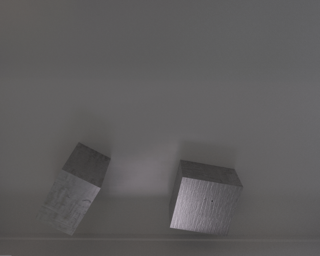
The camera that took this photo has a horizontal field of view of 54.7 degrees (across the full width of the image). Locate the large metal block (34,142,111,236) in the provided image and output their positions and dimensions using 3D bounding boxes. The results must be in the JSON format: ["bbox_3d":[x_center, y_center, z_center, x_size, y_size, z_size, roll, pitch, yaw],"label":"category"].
[{"bbox_3d":[-0.112,0.077,0.409,0.050,0.080,0.080,29,108,-10],"label":"large metal block"}]

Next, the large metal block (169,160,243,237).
[{"bbox_3d":[0.061,0.097,0.434,0.081,0.050,0.079,10,110,-4],"label":"large metal block"}]
